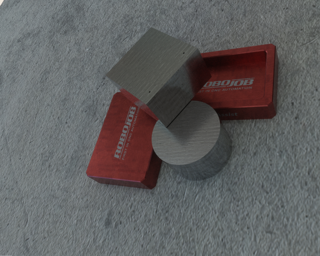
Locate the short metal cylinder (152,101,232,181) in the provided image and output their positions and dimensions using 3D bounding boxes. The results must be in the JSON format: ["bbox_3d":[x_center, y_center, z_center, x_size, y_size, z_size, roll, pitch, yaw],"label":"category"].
[{"bbox_3d":[0.038,0.015,0.360,0.080,0.050,0.080,-13,56,21],"label":"short metal cylinder"}]

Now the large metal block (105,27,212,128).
[{"bbox_3d":[-0.002,-0.061,0.361,0.080,0.050,0.080,-48,51,-6],"label":"large metal block"}]

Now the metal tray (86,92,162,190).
[{"bbox_3d":[-0.036,0.012,0.415,0.090,0.030,0.130,1,62,28],"label":"metal tray"}]

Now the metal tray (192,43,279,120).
[{"bbox_3d":[0.079,-0.055,0.394,0.130,0.030,0.090,-1,61,27],"label":"metal tray"}]

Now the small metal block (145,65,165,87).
[{"bbox_3d":[-0.006,-0.061,0.430,0.050,0.050,0.025,1,62,28],"label":"small metal block"}]
